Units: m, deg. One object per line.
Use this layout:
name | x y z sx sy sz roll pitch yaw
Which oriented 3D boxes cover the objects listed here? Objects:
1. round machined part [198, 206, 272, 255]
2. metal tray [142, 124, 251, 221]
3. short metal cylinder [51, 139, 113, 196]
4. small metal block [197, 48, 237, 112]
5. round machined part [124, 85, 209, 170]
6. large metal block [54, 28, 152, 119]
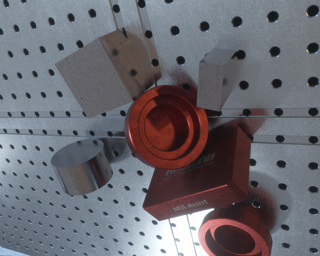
round machined part | 0.107 0.150 0.436 0.098 0.042 0.097 13 124 21
metal tray | 0.044 0.056 0.377 0.130 0.090 0.030 -26 120 37
short metal cylinder | -0.118 0.058 0.474 0.080 0.080 0.050 1 119 28
small metal block | 0.061 -0.053 0.330 0.025 0.050 0.050 13 124 21
round machined part | 0.005 0.001 0.372 0.098 0.098 0.042 51 160 -8
large metal block | -0.070 -0.067 0.391 0.080 0.050 0.080 -17 109 35
